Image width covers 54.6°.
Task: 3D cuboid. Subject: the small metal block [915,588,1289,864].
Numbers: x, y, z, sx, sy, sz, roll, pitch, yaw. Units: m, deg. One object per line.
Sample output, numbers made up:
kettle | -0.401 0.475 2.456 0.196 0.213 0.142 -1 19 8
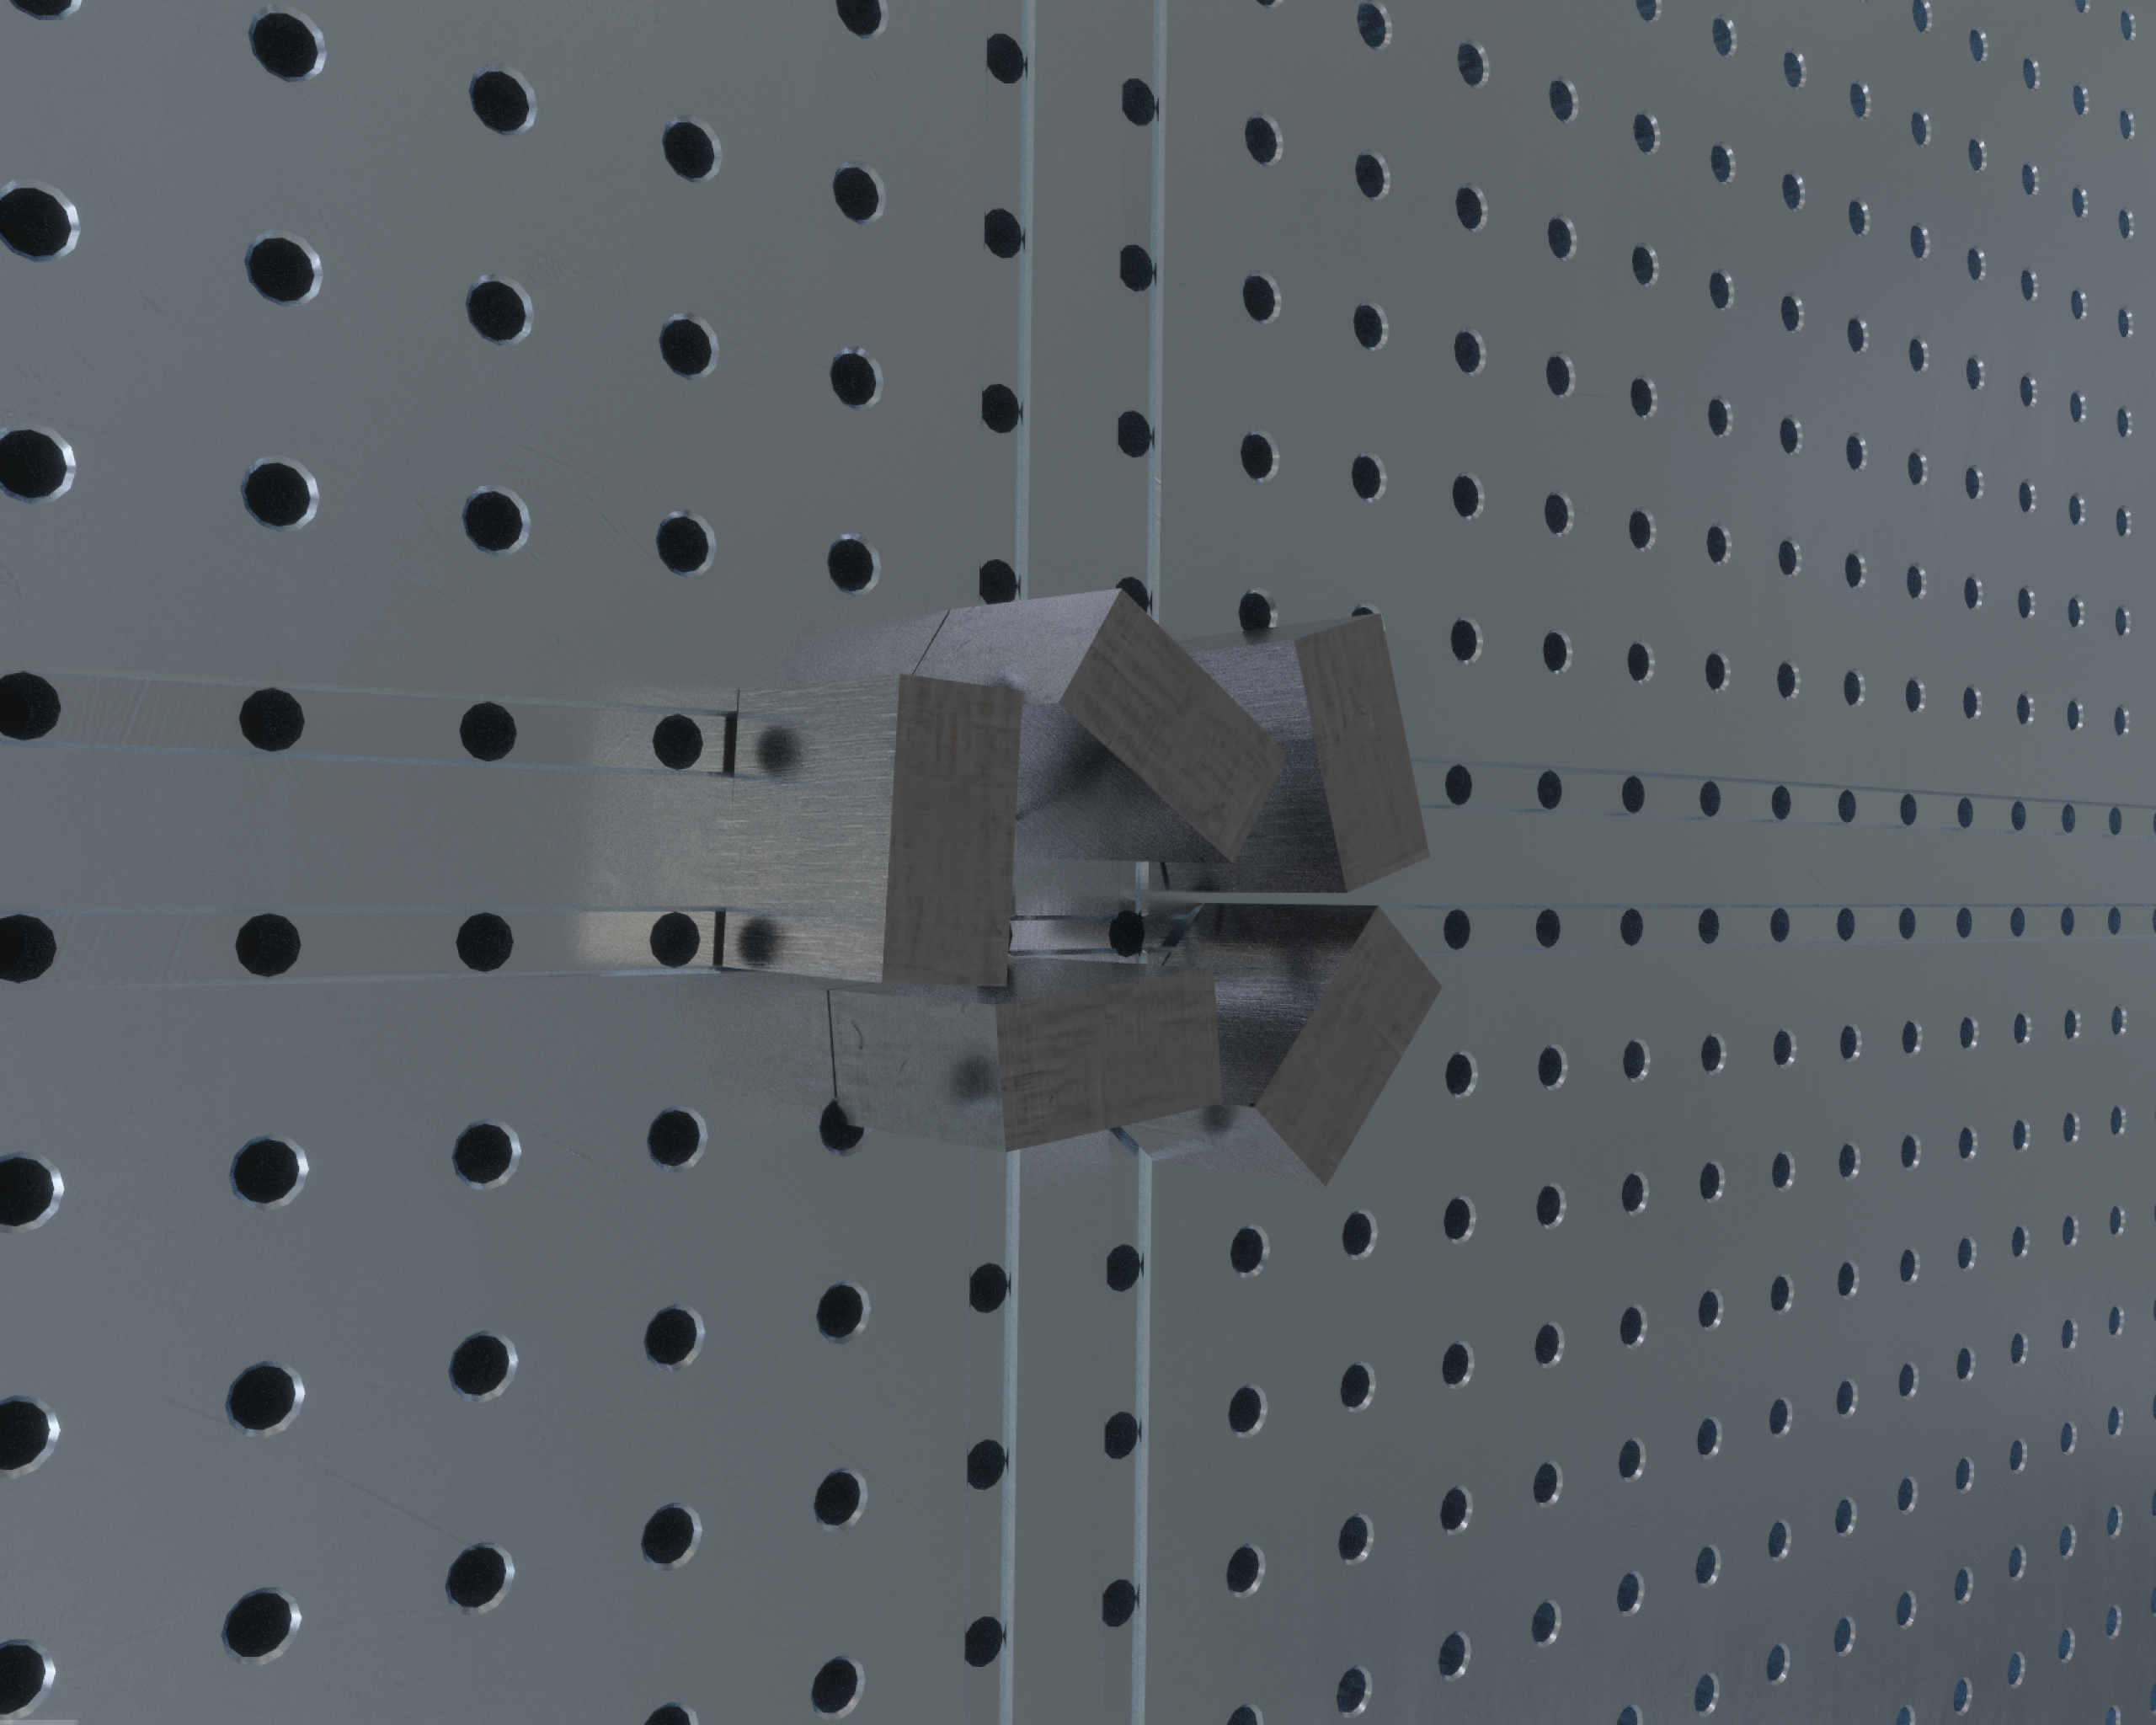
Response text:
small metal block | 0.002 -0.024 0.393 0.050 0.050 0.025 41 66 -33

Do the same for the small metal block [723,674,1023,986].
small metal block | -0.036 -0.005 0.361 0.025 0.050 0.050 5 88 -40

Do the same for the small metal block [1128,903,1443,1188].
small metal block | 0.037 0.035 0.422 0.025 0.050 0.050 50 61 -28

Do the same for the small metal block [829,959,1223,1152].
small metal block | -0.010 0.034 0.383 0.050 0.050 0.025 -7 94 -40

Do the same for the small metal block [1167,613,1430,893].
small metal block | 0.040 -0.021 0.424 0.025 0.050 0.050 -21 103 -38
